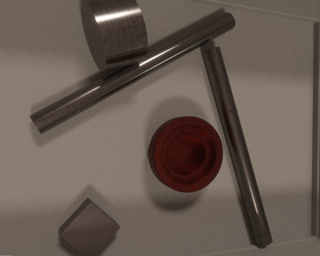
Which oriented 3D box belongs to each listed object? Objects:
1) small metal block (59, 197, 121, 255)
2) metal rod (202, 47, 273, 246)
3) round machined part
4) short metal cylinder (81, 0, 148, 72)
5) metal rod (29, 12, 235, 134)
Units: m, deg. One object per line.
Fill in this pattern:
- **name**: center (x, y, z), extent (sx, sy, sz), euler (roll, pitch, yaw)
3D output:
- **small metal block**: center (-0.086, 0.123, 0.380), extent (0.050, 0.025, 0.050), euler (46, 76, -15)
- **metal rod**: center (0.115, 0.031, 0.454), extent (0.025, 0.025, 0.298), euler (-19, 97, -19)
- **round machined part**: center (0.031, 0.033, 0.414), extent (0.099, 0.042, 0.097), euler (0, 90, -21)
- **short metal cylinder**: center (-0.054, -0.111, 0.362), extent (0.050, 0.080, 0.080), euler (-20, 97, -19)
- **metal rod**: center (-0.022, -0.079, 0.403), extent (0.302, 0.025, 0.025), euler (-32, 101, -18)
